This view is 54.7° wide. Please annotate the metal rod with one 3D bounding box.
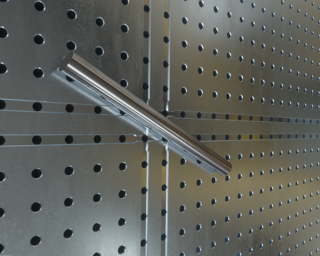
[{"bbox_3d":[0.003,-0.003,0.414,0.301,0.025,0.025,34,69,-35],"label":"metal rod"}]
